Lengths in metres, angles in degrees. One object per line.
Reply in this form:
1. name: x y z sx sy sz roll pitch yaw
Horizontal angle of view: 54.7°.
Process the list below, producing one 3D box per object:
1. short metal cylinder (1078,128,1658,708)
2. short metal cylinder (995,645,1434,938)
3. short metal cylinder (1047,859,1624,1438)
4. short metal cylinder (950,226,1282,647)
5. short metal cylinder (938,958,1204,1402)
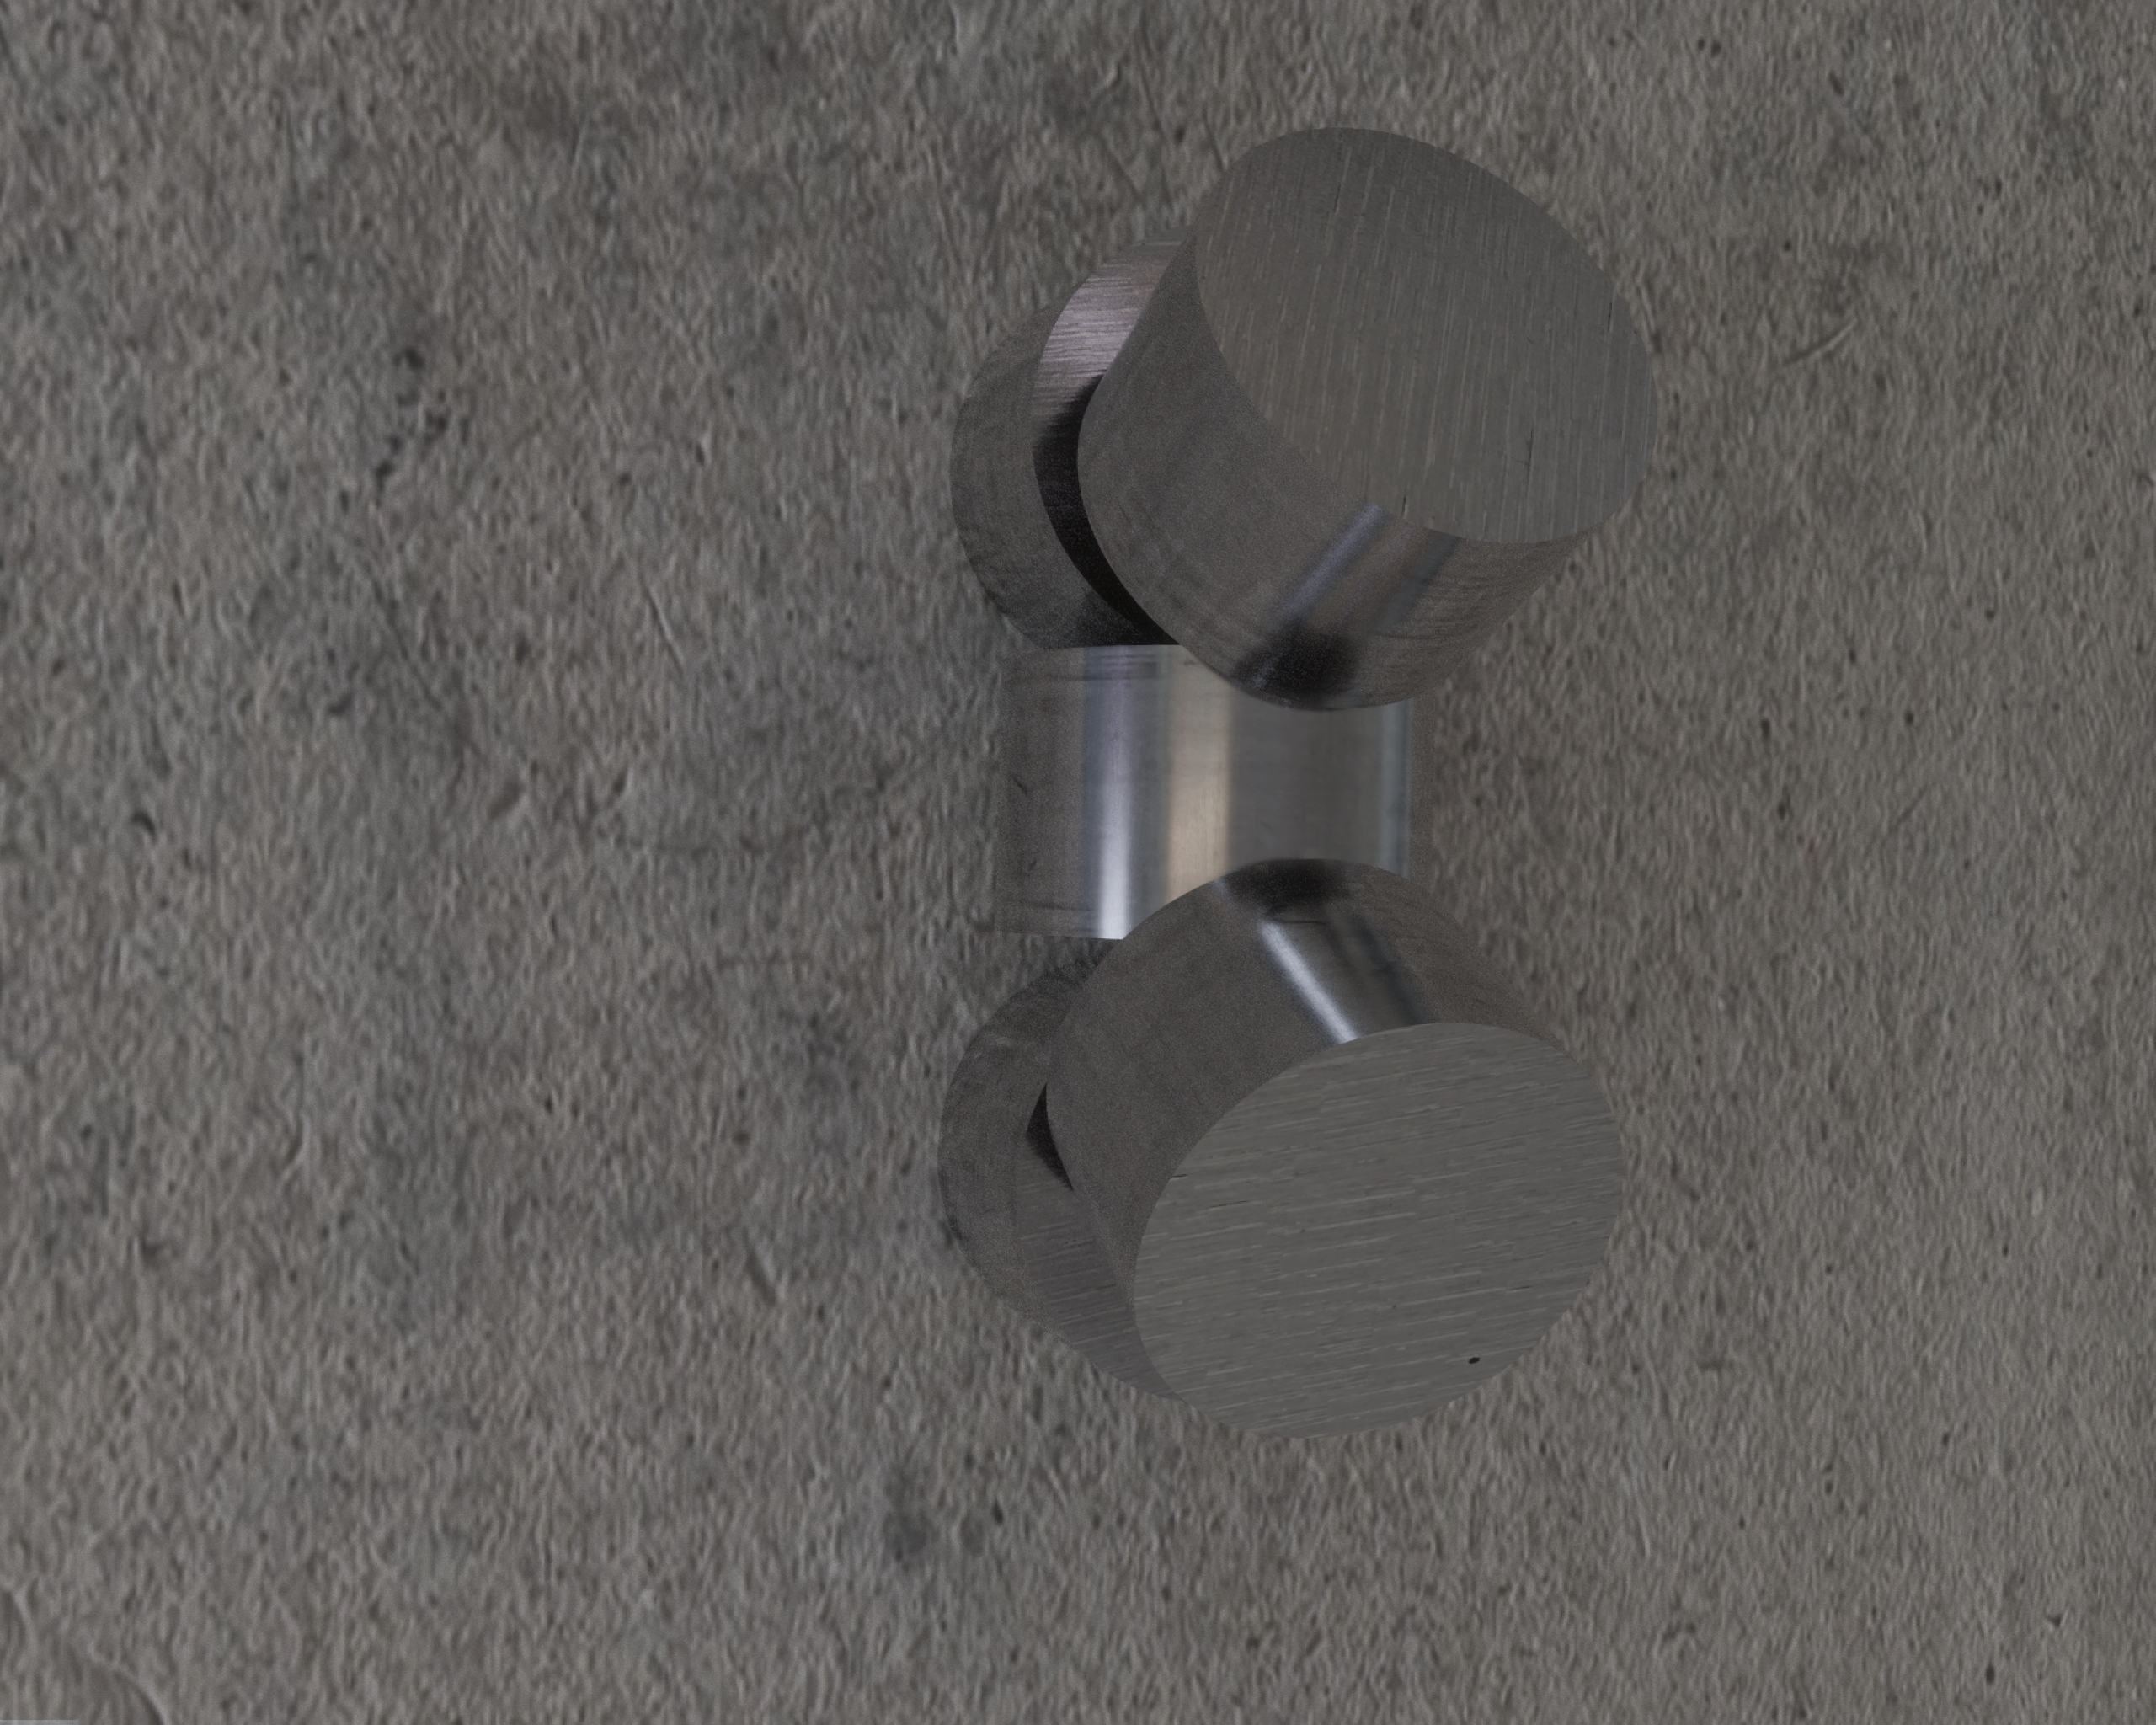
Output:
1. short metal cylinder: 0.046 -0.072 0.344 0.081 0.050 0.080 10 61 -18
2. short metal cylinder: 0.025 -0.011 0.389 0.081 0.080 0.050 2 90 -20
3. short metal cylinder: 0.040 0.046 0.340 0.081 0.050 0.079 -8 121 -14
4. short metal cylinder: 0.021 -0.077 0.403 0.081 0.050 0.080 0 90 -20
5. short metal cylinder: 0.019 0.058 0.403 0.081 0.050 0.080 0 90 -20
